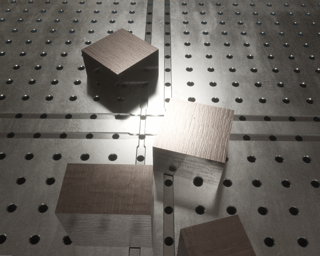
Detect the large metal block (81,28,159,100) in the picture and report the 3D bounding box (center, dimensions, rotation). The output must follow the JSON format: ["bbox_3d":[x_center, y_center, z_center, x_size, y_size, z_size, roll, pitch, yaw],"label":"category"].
[{"bbox_3d":[-0.059,-0.100,0.475,0.080,0.050,0.080,36,58,26],"label":"large metal block"}]

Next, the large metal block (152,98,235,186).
[{"bbox_3d":[0.041,0.015,0.379,0.080,0.050,0.080,12,51,10],"label":"large metal block"}]

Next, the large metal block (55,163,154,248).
[{"bbox_3d":[-0.047,0.078,0.305,0.081,0.080,0.050,1,50,0],"label":"large metal block"}]

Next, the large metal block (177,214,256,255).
[{"bbox_3d":[0.051,0.132,0.262,0.050,0.080,0.080,-11,51,-10],"label":"large metal block"}]
